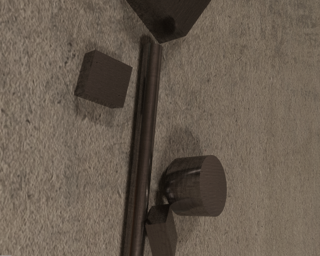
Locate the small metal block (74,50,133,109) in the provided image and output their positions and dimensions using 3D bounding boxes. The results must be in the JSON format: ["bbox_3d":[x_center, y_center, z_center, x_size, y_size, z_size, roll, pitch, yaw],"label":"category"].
[{"bbox_3d":[-0.064,-0.054,0.353,0.050,0.025,0.050,20,78,-39],"label":"small metal block"}]

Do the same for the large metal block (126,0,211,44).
[{"bbox_3d":[0.012,-0.170,0.400,0.080,0.050,0.080,47,62,-30],"label":"large metal block"}]

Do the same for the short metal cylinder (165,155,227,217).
[{"bbox_3d":[0.051,0.078,0.419,0.080,0.050,0.080,19,67,-52],"label":"short metal cylinder"}]

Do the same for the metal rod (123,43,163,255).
[{"bbox_3d":[-0.022,0.043,0.387,0.025,0.025,0.298,9,85,-40],"label":"metal rod"}]

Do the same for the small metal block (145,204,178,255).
[{"bbox_3d":[0.003,0.131,0.393,0.050,0.025,0.050,-57,136,-76],"label":"small metal block"}]
